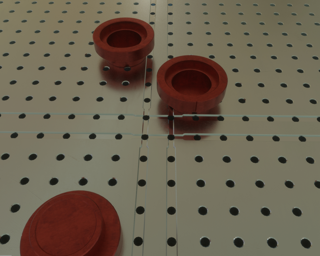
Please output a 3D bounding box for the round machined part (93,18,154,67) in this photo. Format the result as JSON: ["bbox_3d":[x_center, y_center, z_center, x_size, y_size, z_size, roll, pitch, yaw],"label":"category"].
[{"bbox_3d":[-0.058,-0.138,0.512,0.099,0.042,0.098,0,50,0],"label":"round machined part"}]

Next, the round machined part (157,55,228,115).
[{"bbox_3d":[0.045,-0.058,0.445,0.099,0.042,0.098,0,50,0],"label":"round machined part"}]

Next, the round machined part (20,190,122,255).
[{"bbox_3d":[-0.089,0.105,0.308,0.099,0.042,0.098,0,50,0],"label":"round machined part"}]
